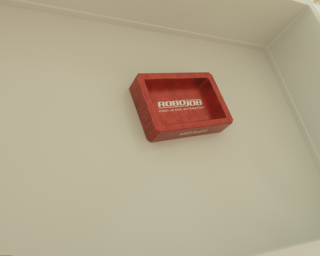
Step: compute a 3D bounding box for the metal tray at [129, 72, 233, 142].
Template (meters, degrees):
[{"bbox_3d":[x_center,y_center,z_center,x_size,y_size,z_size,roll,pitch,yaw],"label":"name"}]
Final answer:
[{"bbox_3d":[0.031,-0.033,0.438,0.131,0.030,0.090,-7,65,-31],"label":"metal tray"}]
